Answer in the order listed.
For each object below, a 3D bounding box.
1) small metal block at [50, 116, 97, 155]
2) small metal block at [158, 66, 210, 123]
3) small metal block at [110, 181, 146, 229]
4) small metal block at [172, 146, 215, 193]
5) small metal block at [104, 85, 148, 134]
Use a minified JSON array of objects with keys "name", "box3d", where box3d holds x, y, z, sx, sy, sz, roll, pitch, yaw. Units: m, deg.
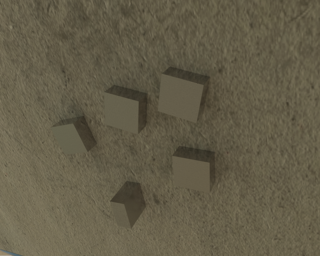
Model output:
[{"name":"small metal block","box3d":[-0.134,0.012,0.483,0.050,0.025,0.050,-8,115,31]},{"name":"small metal block","box3d":[0.028,-0.040,0.367,0.050,0.025,0.050,18,126,17]},{"name":"small metal block","box3d":[-0.049,0.121,0.489,0.025,0.050,0.050,3,120,26]},{"name":"small metal block","box3d":[0.046,0.055,0.416,0.050,0.025,0.050,8,122,23]},{"name":"small metal block","box3d":[-0.045,-0.025,0.414,0.050,0.025,0.050,16,125,18]}]
